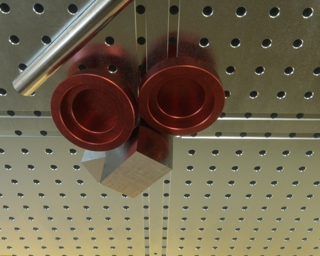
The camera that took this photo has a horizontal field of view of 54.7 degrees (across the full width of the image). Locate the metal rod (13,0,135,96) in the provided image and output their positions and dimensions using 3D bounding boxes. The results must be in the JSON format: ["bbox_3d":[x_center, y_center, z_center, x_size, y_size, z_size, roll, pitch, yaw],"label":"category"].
[{"bbox_3d":[-0.049,-0.123,0.306,0.299,0.025,0.025,-33,123,24],"label":"metal rod"}]

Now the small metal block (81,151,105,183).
[{"bbox_3d":[-0.078,0.052,0.452,0.050,0.025,0.050,-14,129,17],"label":"small metal block"}]

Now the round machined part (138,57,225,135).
[{"bbox_3d":[0.024,-0.041,0.366,0.099,0.042,0.097,0,130,0],"label":"round machined part"}]

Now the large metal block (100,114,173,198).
[{"bbox_3d":[-0.028,0.030,0.396,0.050,0.080,0.080,30,129,-24],"label":"large metal block"}]

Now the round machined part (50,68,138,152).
[{"bbox_3d":[-0.074,-0.024,0.369,0.099,0.042,0.097,3,118,7],"label":"round machined part"}]
